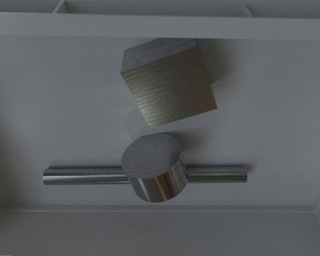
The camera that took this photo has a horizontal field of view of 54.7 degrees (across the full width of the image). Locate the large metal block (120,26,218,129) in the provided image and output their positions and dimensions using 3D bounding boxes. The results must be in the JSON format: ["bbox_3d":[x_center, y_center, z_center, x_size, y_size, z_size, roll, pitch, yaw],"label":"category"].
[{"bbox_3d":[0.012,-0.055,0.346,0.080,0.050,0.080,-17,129,13],"label":"large metal block"}]

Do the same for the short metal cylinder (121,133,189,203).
[{"bbox_3d":[-0.006,0.053,0.418,0.080,0.080,0.050,-11,129,9],"label":"short metal cylinder"}]

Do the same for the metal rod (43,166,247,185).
[{"bbox_3d":[-0.021,0.072,0.470,0.302,0.025,0.025,-1,130,0],"label":"metal rod"}]
